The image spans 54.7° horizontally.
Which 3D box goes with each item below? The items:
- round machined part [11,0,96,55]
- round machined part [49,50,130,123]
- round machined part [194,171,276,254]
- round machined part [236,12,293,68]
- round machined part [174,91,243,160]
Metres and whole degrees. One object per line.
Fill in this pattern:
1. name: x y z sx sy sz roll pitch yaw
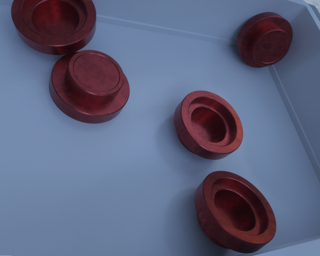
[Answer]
1. round machined part: -0.132 -0.135 0.395 0.099 0.042 0.098 4 70 -11
2. round machined part: -0.084 -0.058 0.386 0.099 0.042 0.098 14 56 -21
3. round machined part: 0.084 0.102 0.368 0.099 0.042 0.098 20 36 -16
4. round machined part: 0.190 -0.150 0.550 0.099 0.097 0.042 12 35 -22
5. round machined part: 0.063 0.000 0.430 0.099 0.042 0.098 14 56 -21
